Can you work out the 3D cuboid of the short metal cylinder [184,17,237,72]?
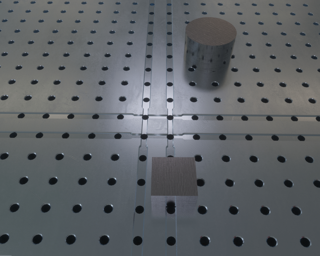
[{"bbox_3d":[0.080,-0.138,0.508,0.081,0.050,0.080,0,50,0],"label":"short metal cylinder"}]

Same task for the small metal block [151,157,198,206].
[{"bbox_3d":[0.016,0.061,0.356,0.050,0.025,0.050,0,50,0],"label":"small metal block"}]
